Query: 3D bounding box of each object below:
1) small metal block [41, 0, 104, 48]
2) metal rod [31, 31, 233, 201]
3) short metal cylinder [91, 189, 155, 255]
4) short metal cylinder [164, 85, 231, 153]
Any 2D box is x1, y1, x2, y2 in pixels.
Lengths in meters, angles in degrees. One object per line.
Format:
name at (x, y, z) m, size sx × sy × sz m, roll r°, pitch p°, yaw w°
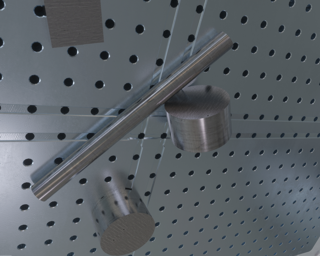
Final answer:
small metal block at (-0.084, -0.108, 0.299) m, size 0.050 × 0.025 × 0.050 m, roll -13°, pitch 124°, yaw -21°
metal rod at (-0.033, -0.015, 0.384) m, size 0.300 × 0.025 × 0.025 m, roll -39°, pitch 130°, yaw -2°
short metal cylinder at (-0.054, 0.137, 0.451) m, size 0.081 × 0.050 × 0.079 m, roll -14°, pitch 124°, yaw -21°
short metal cylinder at (0.050, -0.013, 0.395) m, size 0.081 × 0.080 × 0.050 m, roll -23°, pitch 126°, yaw -15°
